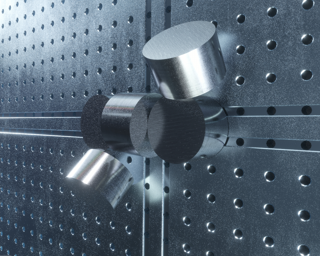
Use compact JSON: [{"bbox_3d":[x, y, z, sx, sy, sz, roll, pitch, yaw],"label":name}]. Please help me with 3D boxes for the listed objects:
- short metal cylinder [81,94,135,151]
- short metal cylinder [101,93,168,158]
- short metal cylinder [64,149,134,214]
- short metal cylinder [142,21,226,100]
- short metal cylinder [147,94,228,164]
[{"bbox_3d":[-0.069,-0.007,0.447,0.080,0.050,0.079,0,90,39],"label":"short metal cylinder"},{"bbox_3d":[-0.028,-0.005,0.394,0.050,0.081,0.079,6,94,39],"label":"short metal cylinder"},{"bbox_3d":[-0.084,0.075,0.433,0.080,0.050,0.080,23,146,17],"label":"short metal cylinder"},{"bbox_3d":[0.027,-0.075,0.341,0.080,0.080,0.050,11,139,39],"label":"short metal cylinder"},{"bbox_3d":[0.032,0.000,0.364,0.080,0.050,0.079,0,90,39],"label":"short metal cylinder"}]
